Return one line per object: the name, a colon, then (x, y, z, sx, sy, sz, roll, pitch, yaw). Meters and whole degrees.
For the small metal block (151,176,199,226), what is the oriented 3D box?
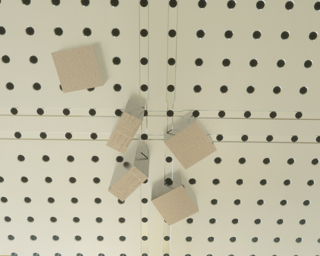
small metal block: (0.022, 0.107, 0.453, 0.050, 0.025, 0.050, -29, 108, 10)

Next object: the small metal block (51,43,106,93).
small metal block: (-0.099, -0.075, 0.385, 0.050, 0.025, 0.050, -10, 110, 3)

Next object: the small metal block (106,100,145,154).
small metal block: (-0.043, -0.002, 0.399, 0.025, 0.050, 0.050, 27, 108, -10)

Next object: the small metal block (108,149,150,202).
small metal block: (-0.041, 0.064, 0.423, 0.025, 0.050, 0.050, 42, 105, -14)

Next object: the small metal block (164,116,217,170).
small metal block: (0.041, 0.020, 0.421, 0.050, 0.025, 0.050, -34, 107, 11)
